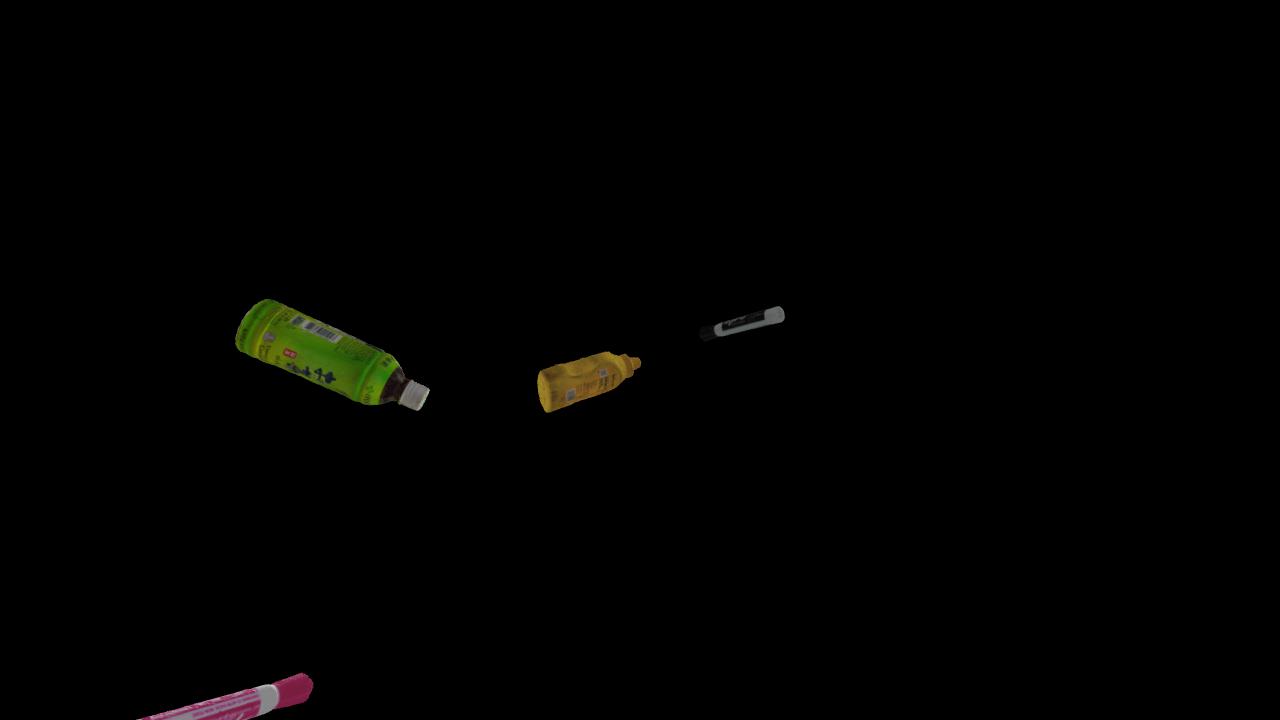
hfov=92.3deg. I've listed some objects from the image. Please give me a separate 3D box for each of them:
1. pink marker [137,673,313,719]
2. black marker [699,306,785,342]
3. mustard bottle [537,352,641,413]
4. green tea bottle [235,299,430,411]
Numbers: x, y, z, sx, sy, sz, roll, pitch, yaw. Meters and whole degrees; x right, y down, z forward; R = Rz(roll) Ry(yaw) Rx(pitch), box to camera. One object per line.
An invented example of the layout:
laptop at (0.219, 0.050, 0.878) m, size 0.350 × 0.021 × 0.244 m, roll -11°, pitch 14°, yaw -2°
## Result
pink marker at (-0.252, 0.212, 0.370) m, size 0.020 × 0.020 × 0.121 m, roll 0°, pitch -12°, yaw 23°
black marker at (0.118, -0.042, 0.735) m, size 0.020 × 0.020 × 0.121 m, roll 0°, pitch -9°, yaw -42°
mustard bottle at (-0.081, 0.029, 1.050) m, size 0.184 × 0.092 × 0.054 m, roll -18°, pitch 48°, yaw -23°
green tea bottle at (-0.353, 0.002, 0.724) m, size 0.212 × 0.073 × 0.073 m, roll 25°, pitch -3°, yaw -7°
